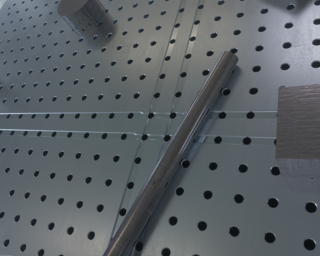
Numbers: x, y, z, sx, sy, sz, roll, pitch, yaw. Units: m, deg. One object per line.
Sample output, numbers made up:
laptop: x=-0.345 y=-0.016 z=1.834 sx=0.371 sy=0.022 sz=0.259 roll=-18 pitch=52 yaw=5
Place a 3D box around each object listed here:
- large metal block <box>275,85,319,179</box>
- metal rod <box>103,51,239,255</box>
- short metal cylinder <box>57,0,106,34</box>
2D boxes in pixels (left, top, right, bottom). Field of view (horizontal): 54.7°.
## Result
large metal block: x=0.161 y=0.004 z=0.305 sx=0.080 sy=0.050 sz=0.080 roll=-1 pitch=61 yaw=27
metal rod: x=0.019 y=0.029 z=0.380 sx=0.025 sy=0.025 sz=0.300 roll=21 pitch=72 yaw=36
short metal cylinder: x=-0.155 y=-0.235 z=0.619 sx=0.080 sy=0.050 sz=0.080 roll=-13 pitch=56 yaw=21
